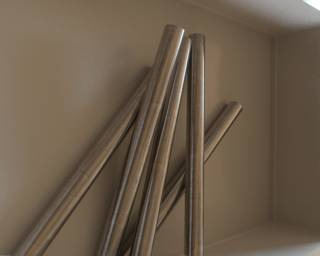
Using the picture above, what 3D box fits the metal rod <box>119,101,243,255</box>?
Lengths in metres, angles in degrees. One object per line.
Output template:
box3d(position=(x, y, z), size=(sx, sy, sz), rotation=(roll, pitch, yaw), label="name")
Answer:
box3d(position=(0.038, 0.065, 0.438), size=(0.301, 0.025, 0.025), rotation=(-49, 119, -29), label="metal rod")

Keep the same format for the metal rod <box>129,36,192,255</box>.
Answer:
box3d(position=(0.004, 0.019, 0.392), size=(0.025, 0.025, 0.299), rotation=(24, 70, -38), label="metal rod")

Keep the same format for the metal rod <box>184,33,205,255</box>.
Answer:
box3d(position=(0.048, 0.014, 0.422), size=(0.025, 0.025, 0.299), rotation=(12, 75, -40), label="metal rod")

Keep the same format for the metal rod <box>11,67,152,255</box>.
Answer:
box3d(position=(-0.073, 0.038, 0.345), size=(0.025, 0.025, 0.300), rotation=(48, 62, -30), label="metal rod")

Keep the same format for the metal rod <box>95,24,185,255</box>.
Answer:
box3d(position=(-0.025, 0.025, 0.361), size=(0.025, 0.025, 0.299), rotation=(19, 85, -39), label="metal rod")
